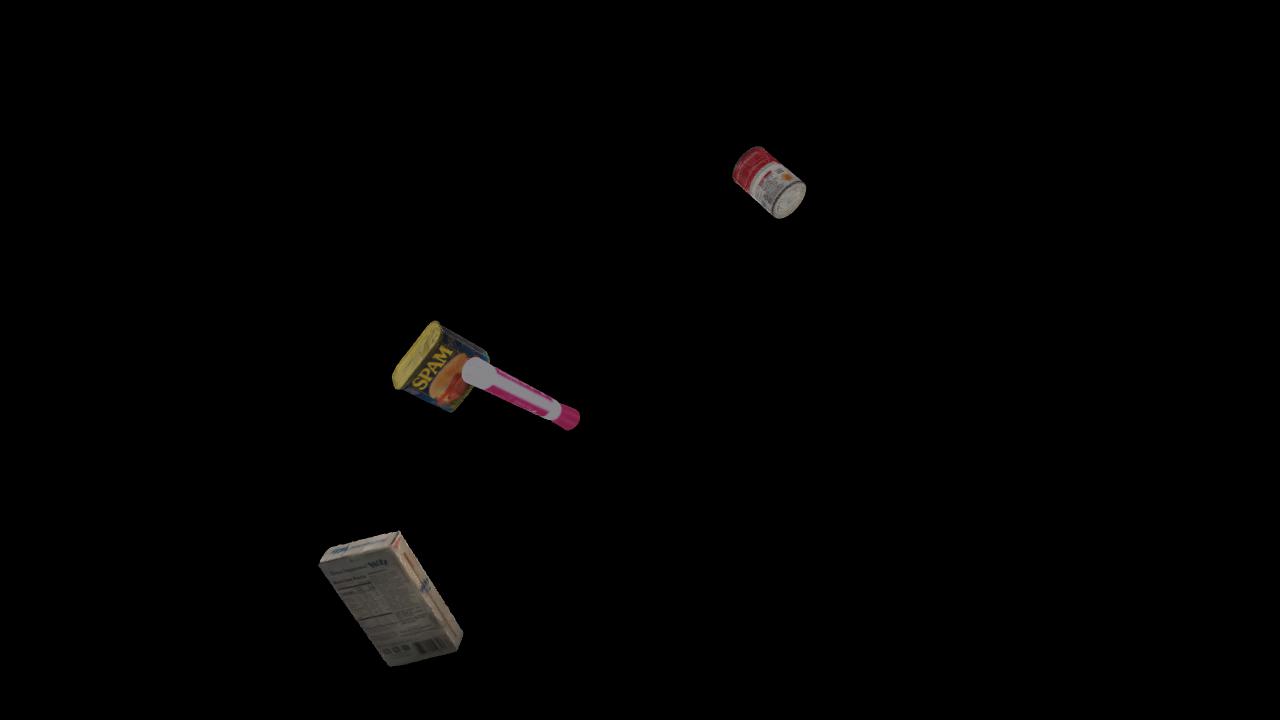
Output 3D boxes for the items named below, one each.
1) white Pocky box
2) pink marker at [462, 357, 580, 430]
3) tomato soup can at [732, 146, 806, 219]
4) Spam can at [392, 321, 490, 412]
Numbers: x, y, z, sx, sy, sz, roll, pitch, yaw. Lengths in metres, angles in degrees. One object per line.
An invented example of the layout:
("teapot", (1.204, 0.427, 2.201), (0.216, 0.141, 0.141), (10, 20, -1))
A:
("white Pocky box", (-0.254, 0.250, 0.637), (0.084, 0.154, 0.028), (-16, 24, 9))
("pink marker", (-0.084, 0.029, 0.461), (0.020, 0.020, 0.121), (0, -22, 32))
("tomato soup can", (0.201, -0.276, 0.957), (0.068, 0.068, 0.101), (0, 44, -49))
("Spam can", (-0.267, 0.011, 0.832), (0.085, 0.101, 0.058), (35, 8, -38))
